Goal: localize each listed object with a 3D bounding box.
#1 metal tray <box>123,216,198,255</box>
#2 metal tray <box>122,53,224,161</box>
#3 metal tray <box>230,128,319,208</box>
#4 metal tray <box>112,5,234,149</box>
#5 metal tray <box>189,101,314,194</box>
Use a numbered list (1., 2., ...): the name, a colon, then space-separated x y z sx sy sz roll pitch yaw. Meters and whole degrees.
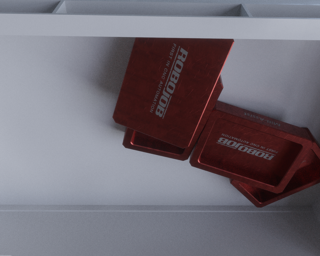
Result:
1. metal tray: -0.002 0.209 0.587 0.131 0.030 0.089 5 130 -5
2. metal tray: 0.011 -0.021 0.385 0.091 0.030 0.129 14 129 -9
3. metal tray: 0.180 0.064 0.462 0.130 0.030 0.090 -33 124 24
4. metal tray: 0.011 -0.052 0.329 0.090 0.030 0.129 21 115 1
5. metal tray: 0.114 0.026 0.404 0.131 0.030 0.089 18 120 -1
